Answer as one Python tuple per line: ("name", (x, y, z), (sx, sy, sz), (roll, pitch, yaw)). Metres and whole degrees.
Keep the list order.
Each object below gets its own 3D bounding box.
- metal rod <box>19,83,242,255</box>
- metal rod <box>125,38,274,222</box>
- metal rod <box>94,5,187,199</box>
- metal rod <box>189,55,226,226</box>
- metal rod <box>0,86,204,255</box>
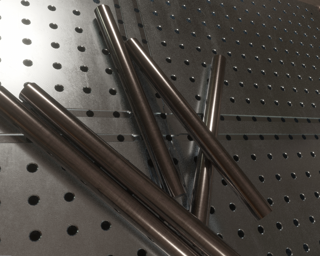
("metal rod", (-0.035, 0.053, 0.344), (0.300, 0.025, 0.025), (39, 51, 3))
("metal rod", (0.040, -0.011, 0.413), (0.025, 0.025, 0.299), (-22, 66, -36))
("metal rod", (-0.034, -0.048, 0.420), (0.025, 0.025, 0.299), (-9, 67, -33))
("metal rod", (0.073, 0.000, 0.449), (0.025, 0.025, 0.300), (24, 53, -14))
("metal rod", (-0.064, 0.061, 0.337), (0.300, 0.025, 0.025), (40, 51, -1))
